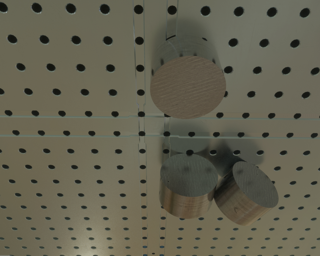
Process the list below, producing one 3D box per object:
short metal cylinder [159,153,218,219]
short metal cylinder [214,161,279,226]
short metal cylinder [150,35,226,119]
[{"bbox_3d":[0.039,0.082,0.446,0.081,0.080,0.050,2,130,-2],"label":"short metal cylinder"},{"bbox_3d":[0.126,0.096,0.460,0.080,0.080,0.050,22,127,-18],"label":"short metal cylinder"},{"bbox_3d":[0.030,-0.057,0.348,0.081,0.050,0.079,0,130,0],"label":"short metal cylinder"}]
